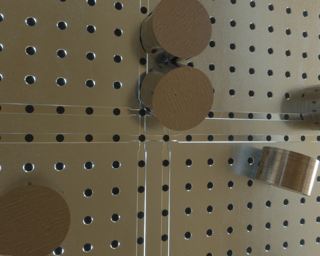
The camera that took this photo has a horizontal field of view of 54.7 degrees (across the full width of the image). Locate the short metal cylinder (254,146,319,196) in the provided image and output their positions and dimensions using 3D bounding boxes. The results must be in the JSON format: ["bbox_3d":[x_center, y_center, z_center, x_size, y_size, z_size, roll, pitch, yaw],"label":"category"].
[{"bbox_3d":[0.184,0.063,0.454,0.080,0.080,0.050,20,83,-19],"label":"short metal cylinder"}]

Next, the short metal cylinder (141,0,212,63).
[{"bbox_3d":[0.020,-0.127,0.408,0.081,0.050,0.079,0,90,-20],"label":"short metal cylinder"}]

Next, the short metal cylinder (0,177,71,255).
[{"bbox_3d":[-0.144,0.099,0.347,0.081,0.050,0.079,0,90,-21],"label":"short metal cylinder"}]

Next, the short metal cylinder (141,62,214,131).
[{"bbox_3d":[0.021,-0.042,0.397,0.081,0.050,0.079,-7,110,-18],"label":"short metal cylinder"}]

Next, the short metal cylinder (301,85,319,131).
[{"bbox_3d":[0.281,-0.034,0.505,0.081,0.050,0.079,0,90,-20],"label":"short metal cylinder"}]
